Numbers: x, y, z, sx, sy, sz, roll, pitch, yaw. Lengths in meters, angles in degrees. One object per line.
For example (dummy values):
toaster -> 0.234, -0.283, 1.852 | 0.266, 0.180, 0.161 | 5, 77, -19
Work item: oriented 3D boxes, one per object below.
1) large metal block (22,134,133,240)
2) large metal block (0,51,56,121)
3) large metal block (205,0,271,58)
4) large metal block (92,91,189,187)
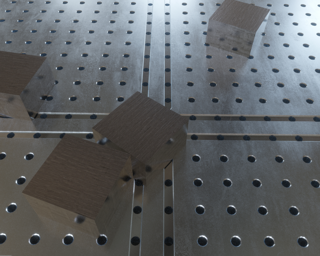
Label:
large metal block -> -0.084, 0.062, 0.338 | 0.080, 0.050, 0.080 | 16, 52, 13
large metal block -> -0.209, -0.062, 0.440 | 0.080, 0.050, 0.080 | 9, 51, 7
large metal block -> 0.136, -0.177, 0.542 | 0.080, 0.050, 0.080 | 23, 54, 18
large metal block -> -0.022, 0.011, 0.382 | 0.080, 0.050, 0.080 | 31, 56, 23
